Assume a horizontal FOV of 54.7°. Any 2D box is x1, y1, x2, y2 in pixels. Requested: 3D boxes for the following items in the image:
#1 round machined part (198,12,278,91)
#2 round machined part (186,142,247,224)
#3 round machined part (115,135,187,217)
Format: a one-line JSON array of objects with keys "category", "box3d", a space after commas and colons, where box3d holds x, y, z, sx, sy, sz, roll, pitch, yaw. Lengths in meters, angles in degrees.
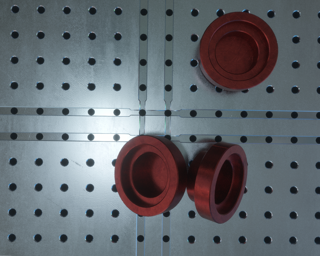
[{"category": "round machined part", "box3d": [0.099, -0.097, 0.406, 0.099, 0.042, 0.097, 0, 90, -1]}, {"category": "round machined part", "box3d": [0.069, 0.065, 0.388, 0.042, 0.099, 0.097, 10, 90, 38]}, {"category": "round machined part", "box3d": [-0.007, 0.058, 0.390, 0.098, 0.042, 0.097, -2, 86, 35]}]
